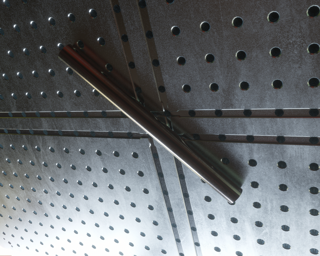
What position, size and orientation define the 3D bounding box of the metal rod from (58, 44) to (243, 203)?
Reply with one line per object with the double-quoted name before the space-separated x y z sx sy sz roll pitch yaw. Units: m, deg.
"metal rod" -0.013 -0.006 0.415 0.300 0.025 0.025 40 129 0
